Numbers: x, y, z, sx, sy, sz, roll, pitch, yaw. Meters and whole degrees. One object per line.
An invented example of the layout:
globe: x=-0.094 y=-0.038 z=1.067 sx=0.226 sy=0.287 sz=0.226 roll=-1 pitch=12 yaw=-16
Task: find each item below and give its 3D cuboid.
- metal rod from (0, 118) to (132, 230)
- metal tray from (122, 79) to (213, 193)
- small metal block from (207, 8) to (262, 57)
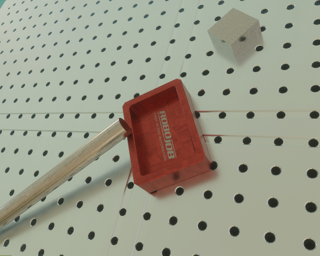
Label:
metal rod: x=-0.163 y=0.083 z=0.423 sx=0.300 sy=0.025 sz=0.025 roll=-36 pitch=51 yaw=12
metal tray: x=0.005 y=0.007 z=0.398 sx=0.090 sy=0.030 sz=0.130 roll=-23 pitch=53 yaw=14
small metal block: x=0.105 y=-0.135 z=0.437 sx=0.050 sy=0.025 sz=0.050 roll=-42 pitch=51 yaw=-1
